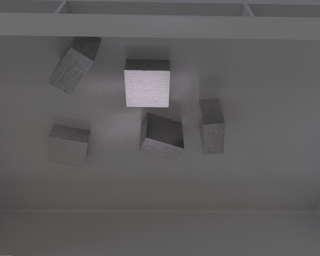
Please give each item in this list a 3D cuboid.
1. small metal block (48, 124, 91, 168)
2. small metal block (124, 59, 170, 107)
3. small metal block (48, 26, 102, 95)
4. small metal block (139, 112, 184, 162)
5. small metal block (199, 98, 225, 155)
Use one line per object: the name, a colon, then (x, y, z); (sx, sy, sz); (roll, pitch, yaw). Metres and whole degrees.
small metal block: (-0.126, 0.026, 0.429); (0.050, 0.025, 0.050); (11, 129, -9)
small metal block: (-0.014, -0.052, 0.364); (0.050, 0.025, 0.050); (1, 130, -1)
small metal block: (-0.090, -0.072, 0.330); (0.025, 0.050, 0.050); (31, 123, -24)
small metal block: (0.002, 0.011, 0.402); (0.050, 0.050, 0.025); (17, 128, -14)
small metal block: (0.065, -0.002, 0.391); (0.025, 0.050, 0.050); (-4, 130, 3)
